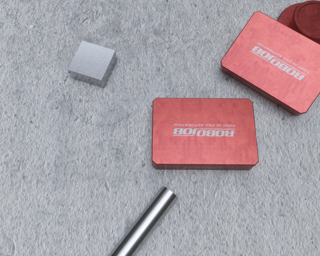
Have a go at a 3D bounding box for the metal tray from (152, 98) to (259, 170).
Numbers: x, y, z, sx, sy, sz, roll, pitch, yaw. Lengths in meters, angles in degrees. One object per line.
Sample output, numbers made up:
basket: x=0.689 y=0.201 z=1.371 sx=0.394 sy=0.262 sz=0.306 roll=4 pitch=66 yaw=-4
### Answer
metal tray: x=0.055 y=0.008 z=0.403 sx=0.131 sy=0.030 sz=0.090 roll=1 pitch=70 yaw=0

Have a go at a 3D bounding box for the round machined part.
round machined part: x=0.222 y=-0.147 z=0.456 sx=0.099 sy=0.042 sz=0.098 roll=0 pitch=70 yaw=-1

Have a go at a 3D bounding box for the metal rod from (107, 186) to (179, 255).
metal rod: x=-0.080 y=0.189 z=0.337 sx=0.025 sy=0.025 sz=0.300 roll=37 pitch=74 yaw=12

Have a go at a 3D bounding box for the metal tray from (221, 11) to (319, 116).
metal tray: x=0.161 y=-0.088 z=0.424 sx=0.130 sy=0.030 sz=0.090 roll=35 pitch=93 yaw=11

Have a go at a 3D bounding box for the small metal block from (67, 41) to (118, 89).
small metal block: x=-0.095 y=-0.090 z=0.440 sx=0.050 sy=0.025 sz=0.050 roll=18 pitch=71 yaw=6
